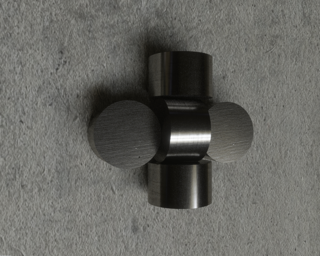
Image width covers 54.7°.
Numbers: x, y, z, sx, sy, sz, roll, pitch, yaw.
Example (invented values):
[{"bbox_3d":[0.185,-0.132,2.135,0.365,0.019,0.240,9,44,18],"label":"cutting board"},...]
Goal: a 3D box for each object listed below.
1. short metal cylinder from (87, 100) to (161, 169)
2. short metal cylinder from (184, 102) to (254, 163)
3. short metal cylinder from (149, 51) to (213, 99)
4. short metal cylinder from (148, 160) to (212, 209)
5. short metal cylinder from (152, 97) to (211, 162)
[{"bbox_3d":[-0.045,0.008,0.380,0.081,0.050,0.080,0,90,-21],"label":"short metal cylinder"},{"bbox_3d":[0.079,0.005,0.426,0.081,0.050,0.080,0,91,-20],"label":"short metal cylinder"},{"bbox_3d":[0.026,-0.063,0.391,0.081,0.080,0.050,0,90,-20],"label":"short metal cylinder"},{"bbox_3d":[0.025,0.067,0.391,0.081,0.080,0.050,0,90,-20],"label":"short metal cylinder"},{"bbox_3d":[0.022,0.002,0.390,0.050,0.080,0.080,1,90,-20],"label":"short metal cylinder"}]
